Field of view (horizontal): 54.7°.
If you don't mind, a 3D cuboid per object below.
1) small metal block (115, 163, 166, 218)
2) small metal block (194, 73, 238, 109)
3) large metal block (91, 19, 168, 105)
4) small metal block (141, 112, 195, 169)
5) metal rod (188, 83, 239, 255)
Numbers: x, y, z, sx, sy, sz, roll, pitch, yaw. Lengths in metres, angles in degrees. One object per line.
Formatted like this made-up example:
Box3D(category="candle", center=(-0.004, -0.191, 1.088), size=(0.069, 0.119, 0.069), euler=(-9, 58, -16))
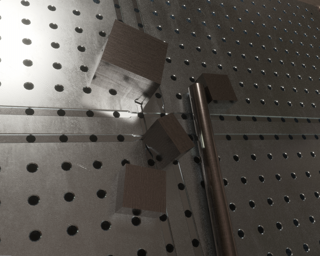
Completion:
Box3D(category="small metal block", center=(-0.021, 0.072, 0.354), size=(0.050, 0.025, 0.050), euler=(14, 56, -21))
Box3D(category="small metal block", center=(0.089, -0.059, 0.494), size=(0.050, 0.025, 0.050), euler=(-1, 63, -29))
Box3D(category="large metal block", center=(-0.040, -0.090, 0.427), size=(0.080, 0.050, 0.080), euler=(21, 54, -16))
Box3D(category="small metal block", center=(0.009, 0.017, 0.388), size=(0.025, 0.050, 0.050), euler=(-25, 76, -37))
Box3D(category="metal rod", center=(0.070, 0.069, 0.405), size=(0.025, 0.025, 0.299), euler=(8, 58, -24))
